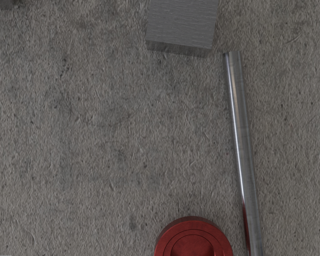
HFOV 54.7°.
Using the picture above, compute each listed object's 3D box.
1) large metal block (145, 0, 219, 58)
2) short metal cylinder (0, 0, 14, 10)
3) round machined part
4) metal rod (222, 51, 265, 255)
[{"bbox_3d":[0.028,-0.140,0.398,0.080,0.050,0.080,8,90,0],"label":"large metal block"},{"bbox_3d":[-0.221,-0.186,0.380,0.080,0.080,0.050,8,90,0],"label":"short metal cylinder"},{"bbox_3d":[0.041,0.163,0.402,0.099,0.042,0.097,0,90,0],"label":"round machined part"},{"bbox_3d":[0.112,0.049,0.411,0.025,0.025,0.298,-7,90,0],"label":"metal rod"}]
